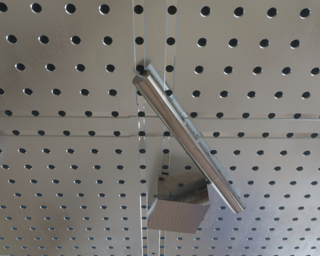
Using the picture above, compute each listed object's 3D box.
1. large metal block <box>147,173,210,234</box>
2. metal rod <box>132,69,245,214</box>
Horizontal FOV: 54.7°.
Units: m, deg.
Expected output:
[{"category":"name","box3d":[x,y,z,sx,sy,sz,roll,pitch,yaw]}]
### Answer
[{"category":"large metal block","box3d":[0.027,0.124,0.501,0.081,0.050,0.079,9,130,-9]},{"category":"metal rod","box3d":[0.055,0.038,0.444,0.025,0.025,0.300,-25,126,19]}]
